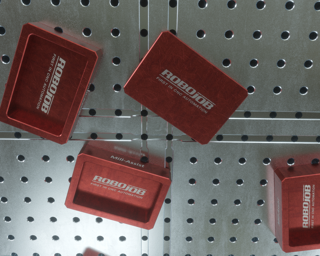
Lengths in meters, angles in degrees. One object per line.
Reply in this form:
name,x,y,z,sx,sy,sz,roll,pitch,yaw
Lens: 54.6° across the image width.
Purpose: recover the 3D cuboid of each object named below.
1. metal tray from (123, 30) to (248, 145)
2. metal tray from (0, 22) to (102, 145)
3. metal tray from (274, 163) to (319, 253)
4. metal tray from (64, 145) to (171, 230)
metal tray,0.032,-0.049,0.393,0.130,0.030,0.090,34,106,-12
metal tray,-0.138,-0.054,0.389,0.090,0.030,0.129,22,108,-8
metal tray,0.219,0.118,0.455,0.090,0.030,0.129,-8,110,3
metal tray,-0.059,0.086,0.441,0.131,0.030,0.089,17,109,-7
